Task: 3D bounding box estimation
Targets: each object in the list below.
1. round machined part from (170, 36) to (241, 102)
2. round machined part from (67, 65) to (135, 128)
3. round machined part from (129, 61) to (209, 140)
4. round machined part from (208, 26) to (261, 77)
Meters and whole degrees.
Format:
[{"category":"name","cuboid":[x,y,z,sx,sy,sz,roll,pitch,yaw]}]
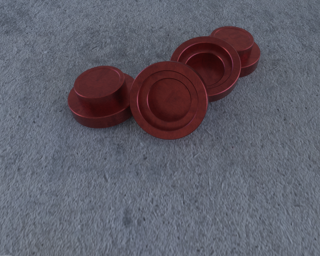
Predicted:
[{"category":"round machined part","cuboid":[0.064,-0.080,0.447,0.099,0.042,0.098,-2,68,5]},{"category":"round machined part","cuboid":[-0.079,-0.049,0.426,0.099,0.042,0.098,-4,47,4]},{"category":"round machined part","cuboid":[0.014,-0.037,0.399,0.098,0.097,0.042,13,16,10]},{"category":"round machined part","cuboid":[0.113,-0.128,0.501,0.099,0.042,0.098,0,50,0]}]
